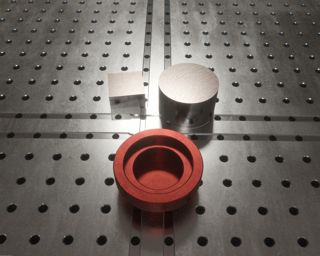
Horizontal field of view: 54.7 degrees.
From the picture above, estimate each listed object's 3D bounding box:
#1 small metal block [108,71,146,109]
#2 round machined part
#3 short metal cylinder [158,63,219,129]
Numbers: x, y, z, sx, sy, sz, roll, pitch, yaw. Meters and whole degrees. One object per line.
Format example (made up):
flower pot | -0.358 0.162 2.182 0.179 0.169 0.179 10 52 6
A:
small metal block | -0.049 -0.056 0.454 0.050 0.025 0.050 -6 50 -6
round machined part | -0.002 0.051 0.354 0.099 0.042 0.098 0 50 0
short metal cylinder | 0.038 -0.046 0.430 0.081 0.050 0.080 0 50 0
